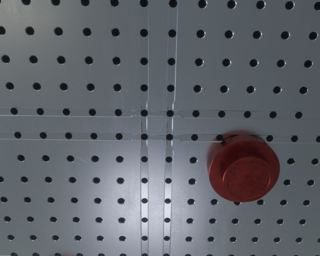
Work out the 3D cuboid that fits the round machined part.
[{"bbox_3d":[0.117,0.062,0.428,0.099,0.042,0.097,0,110,0],"label":"round machined part"}]
